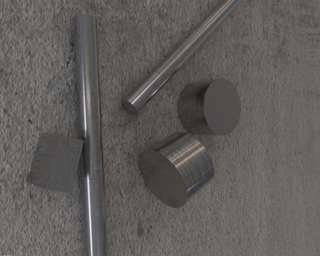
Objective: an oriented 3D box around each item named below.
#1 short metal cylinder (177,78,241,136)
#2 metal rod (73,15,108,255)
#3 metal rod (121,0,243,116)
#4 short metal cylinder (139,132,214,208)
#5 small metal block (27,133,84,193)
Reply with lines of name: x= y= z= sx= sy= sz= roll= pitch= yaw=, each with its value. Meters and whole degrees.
short metal cylinder: x=0.072 y=-0.029 z=0.448 sx=0.081 sy=0.050 sz=0.080 roll=0 pitch=90 yaw=-40
metal rod: x=-0.075 y=0.030 z=0.341 sx=0.025 sy=0.025 sz=0.298 roll=-4 pitch=93 yaw=-40
metal rod: x=0.049 y=-0.125 z=0.444 sx=0.301 sy=0.025 sz=0.025 roll=-50 pitch=120 yaw=-28
short metal cylinder: x=0.020 y=0.051 z=0.385 sx=0.050 sy=0.080 sz=0.080 roll=-31 pitch=110 yaw=-36
small metal block: x=-0.103 y=0.033 z=0.302 sx=0.025 sy=0.050 sz=0.050 roll=19 pitch=78 yaw=-39
